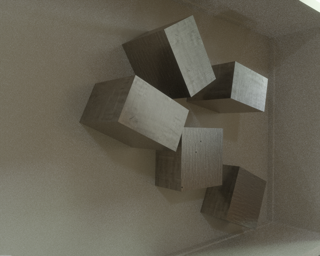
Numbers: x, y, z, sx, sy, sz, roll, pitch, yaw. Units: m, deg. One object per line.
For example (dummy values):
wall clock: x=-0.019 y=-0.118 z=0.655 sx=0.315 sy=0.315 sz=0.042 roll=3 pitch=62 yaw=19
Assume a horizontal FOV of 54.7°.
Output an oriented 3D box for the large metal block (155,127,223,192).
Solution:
large metal block: x=0.041 y=0.039 z=0.427 sx=0.081 sy=0.050 sz=0.079 roll=2 pitch=89 yaw=-40

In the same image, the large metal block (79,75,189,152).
large metal block: x=-0.029 y=-0.013 z=0.348 sx=0.080 sy=0.080 sz=0.050 roll=30 pitch=72 yaw=-37

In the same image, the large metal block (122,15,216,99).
large metal block: x=0.010 y=-0.082 z=0.381 sx=0.050 sy=0.080 sz=0.080 roll=-38 pitch=114 yaw=-34

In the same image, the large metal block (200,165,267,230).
large metal block: x=0.119 y=0.109 z=0.493 sx=0.080 sy=0.050 sz=0.080 roll=29 pitch=72 yaw=-37

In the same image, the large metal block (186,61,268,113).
large metal block: x=0.099 y=-0.056 z=0.456 sx=0.081 sy=0.080 sz=0.050 roll=14 pitch=81 yaw=-40
